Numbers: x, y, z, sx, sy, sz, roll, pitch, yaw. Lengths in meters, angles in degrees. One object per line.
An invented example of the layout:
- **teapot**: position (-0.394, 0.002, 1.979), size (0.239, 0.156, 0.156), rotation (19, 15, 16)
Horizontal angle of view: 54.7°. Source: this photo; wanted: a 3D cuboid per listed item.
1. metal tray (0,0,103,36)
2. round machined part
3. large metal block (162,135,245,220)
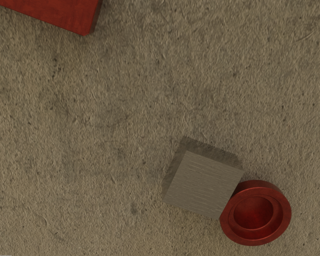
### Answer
- **metal tray**: position (-0.128, -0.168, 0.343), size (0.131, 0.030, 0.089), rotation (19, 109, -8)
- **round machined part**: position (0.132, 0.117, 0.446), size (0.099, 0.042, 0.097), rotation (0, 110, -1)
- **large metal block**: position (0.055, 0.067, 0.422), size (0.080, 0.050, 0.079), rotation (20, 109, -8)
